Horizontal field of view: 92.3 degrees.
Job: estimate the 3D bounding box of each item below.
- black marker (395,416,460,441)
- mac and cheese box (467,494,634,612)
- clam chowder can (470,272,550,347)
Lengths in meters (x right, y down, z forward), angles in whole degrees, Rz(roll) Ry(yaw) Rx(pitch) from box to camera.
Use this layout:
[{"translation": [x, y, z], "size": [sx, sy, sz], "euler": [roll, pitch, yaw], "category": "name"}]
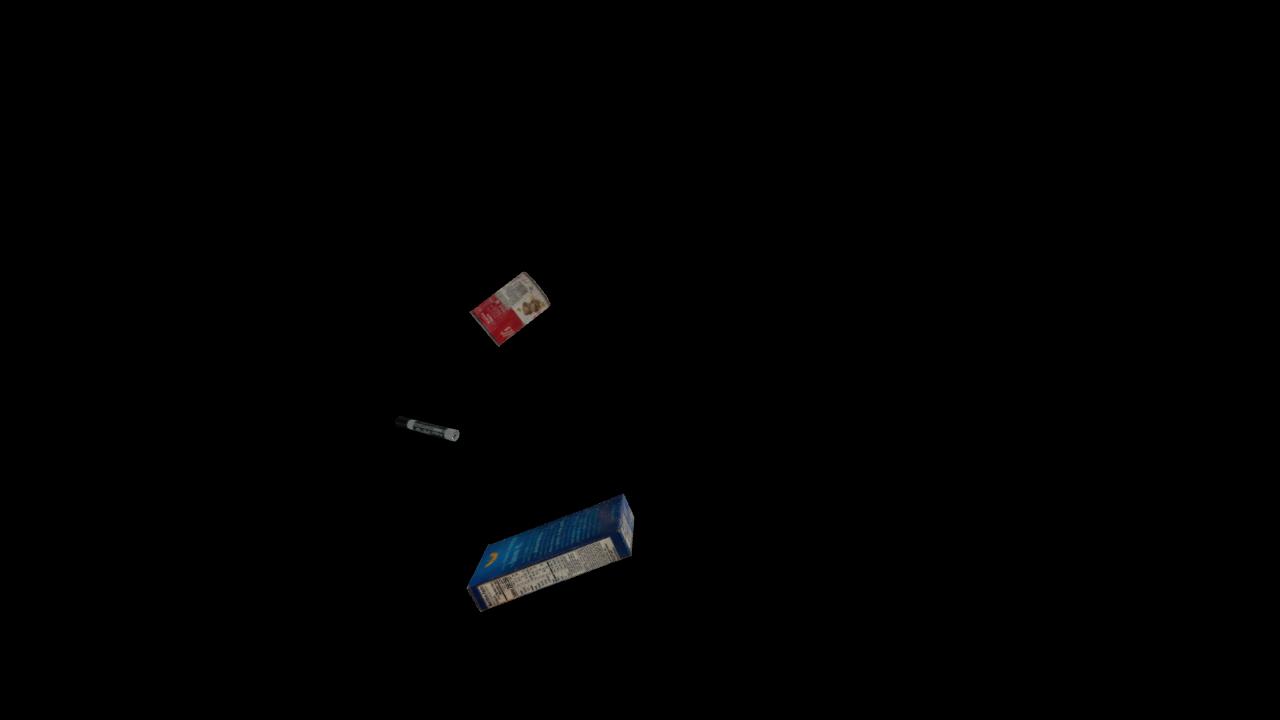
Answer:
[{"translation": [-0.341, 0.108, 0.979], "size": [0.121, 0.020, 0.020], "euler": [9, 4, 23], "category": "black marker"}, {"translation": [-0.098, 0.220, 0.711], "size": [0.184, 0.041, 0.093], "euler": [-22, 13, 6], "category": "mac and cheese box"}, {"translation": [-0.194, -0.077, 0.923], "size": [0.102, 0.068, 0.068], "euler": [-40, 8, -10], "category": "clam chowder can"}]
